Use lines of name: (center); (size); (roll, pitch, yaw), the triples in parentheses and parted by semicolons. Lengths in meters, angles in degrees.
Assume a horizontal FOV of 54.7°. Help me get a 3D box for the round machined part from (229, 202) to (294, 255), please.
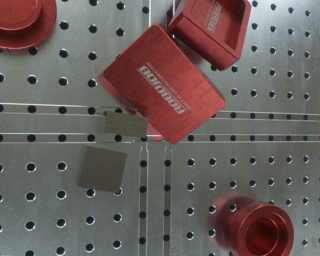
round machined part: (0.144, 0.157, 0.457); (0.099, 0.042, 0.097); (0, 90, -20)

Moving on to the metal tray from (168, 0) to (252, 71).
metal tray: (0.070, -0.147, 0.405); (0.090, 0.030, 0.130); (34, 52, -17)

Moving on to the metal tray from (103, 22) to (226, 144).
metal tray: (0.007, -0.053, 0.388); (0.090, 0.030, 0.130); (-39, 105, 19)

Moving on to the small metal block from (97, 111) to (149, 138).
small metal block: (-0.047, -0.004, 0.382); (0.050, 0.050, 0.025); (9, 87, -20)

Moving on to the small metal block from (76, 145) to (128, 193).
small metal block: (-0.073, 0.051, 0.386); (0.050, 0.025, 0.050); (13, 86, -20)

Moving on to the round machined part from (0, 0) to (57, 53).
round machined part: (-0.166, -0.136, 0.342); (0.099, 0.042, 0.097); (0, 90, -20)
